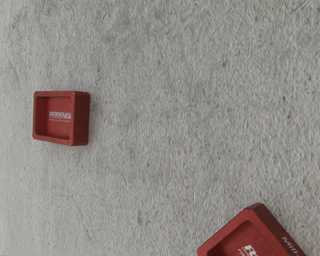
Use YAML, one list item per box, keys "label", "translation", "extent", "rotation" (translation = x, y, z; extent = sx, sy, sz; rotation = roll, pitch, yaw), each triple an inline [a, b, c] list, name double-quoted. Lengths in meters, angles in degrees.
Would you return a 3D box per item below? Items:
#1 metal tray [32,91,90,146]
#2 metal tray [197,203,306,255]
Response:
- label: "metal tray"
  translation: [-0.178, -0.019, 0.548]
  extent: [0.130, 0.030, 0.089]
  rotation: [5, 93, 39]
- label: "metal tray"
  translation: [0.108, 0.154, 0.312]
  extent: [0.090, 0.030, 0.130]
  rotation: [-52, 60, 27]
